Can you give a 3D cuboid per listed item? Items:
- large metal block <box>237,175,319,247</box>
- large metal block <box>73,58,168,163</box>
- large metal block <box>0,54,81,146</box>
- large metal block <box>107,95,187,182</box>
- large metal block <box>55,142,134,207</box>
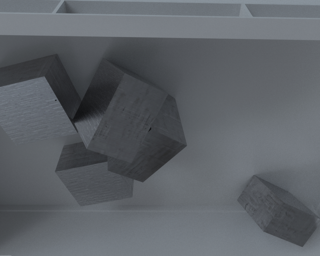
[{"bbox_3d":[0.180,0.125,0.474,0.080,0.080,0.050,26,101,-21],"label":"large metal block"},{"bbox_3d":[-0.046,-0.021,0.331,0.050,0.080,0.080,23,100,-31],"label":"large metal block"},{"bbox_3d":[-0.146,-0.031,0.364,0.080,0.050,0.080,-11,129,9],"label":"large metal block"},{"bbox_3d":[-0.020,0.005,0.373,0.050,0.080,0.080,26,126,-32],"label":"large metal block"},{"bbox_3d":[-0.089,0.063,0.445,0.080,0.050,0.080,-12,129,9],"label":"large metal block"}]
